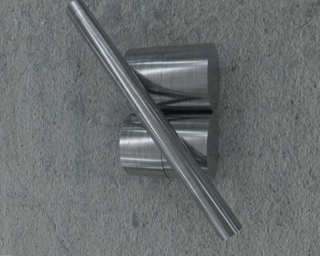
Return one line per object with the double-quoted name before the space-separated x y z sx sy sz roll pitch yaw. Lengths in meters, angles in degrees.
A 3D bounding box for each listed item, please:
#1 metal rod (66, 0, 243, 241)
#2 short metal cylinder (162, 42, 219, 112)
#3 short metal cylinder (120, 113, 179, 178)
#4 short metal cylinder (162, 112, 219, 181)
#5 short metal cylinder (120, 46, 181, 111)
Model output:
"metal rod" -0.014 -0.018 0.330 0.025 0.025 0.299 -38 78 16
"short metal cylinder" 0.039 -0.059 0.367 0.050 0.080 0.079 1 90 20
"short metal cylinder" -0.009 0.021 0.384 0.050 0.080 0.079 1 90 20
"short metal cylinder" 0.039 0.021 0.367 0.050 0.080 0.079 1 90 20
"short metal cylinder" -0.008 -0.060 0.384 0.050 0.080 0.079 1 90 20
